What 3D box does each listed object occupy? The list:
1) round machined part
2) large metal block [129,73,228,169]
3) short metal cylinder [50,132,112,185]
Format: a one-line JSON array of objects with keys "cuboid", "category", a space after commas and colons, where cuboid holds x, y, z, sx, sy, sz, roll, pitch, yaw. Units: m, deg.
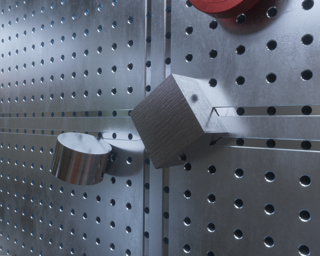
[{"cuboid": [0.078, -0.167, 0.333, 0.098, 0.042, 0.097, 0, 90, 39], "category": "round machined part"}, {"cuboid": [0.020, -0.007, 0.375, 0.080, 0.050, 0.080, -40, 66, 32], "category": "large metal block"}, {"cuboid": [-0.119, 0.045, 0.469, 0.080, 0.081, 0.050, 28, 107, 36], "category": "short metal cylinder"}]
